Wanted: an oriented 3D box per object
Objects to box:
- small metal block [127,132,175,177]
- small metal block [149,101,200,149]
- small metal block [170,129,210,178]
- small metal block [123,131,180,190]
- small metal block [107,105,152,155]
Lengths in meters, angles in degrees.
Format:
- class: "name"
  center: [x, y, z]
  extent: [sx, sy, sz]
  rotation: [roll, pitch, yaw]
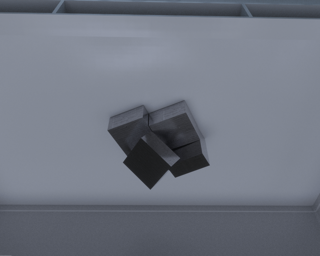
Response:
- class: "small metal block"
  center: [-0.012, 0.039, 0.440]
  extent: [0.050, 0.025, 0.050]
  rotation: [-20, 128, 15]
- class: "small metal block"
  center: [0.019, -0.002, 0.406]
  extent: [0.050, 0.025, 0.050]
  rotation: [-20, 128, 15]
- class: "small metal block"
  center: [0.036, 0.033, 0.419]
  extent: [0.050, 0.050, 0.025]
  rotation: [-23, 127, 17]
- class: "small metal block"
  center: [-0.011, 0.041, 0.393]
  extent: [0.050, 0.025, 0.050]
  rotation: [43, 124, 9]
- class: "small metal block"
  center: [-0.033, 0.004, 0.410]
  extent: [0.050, 0.025, 0.050]
  rotation: [-20, 128, 15]
